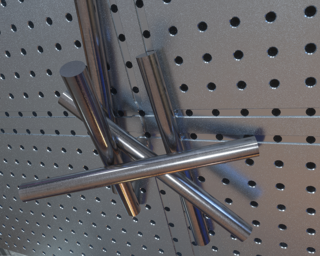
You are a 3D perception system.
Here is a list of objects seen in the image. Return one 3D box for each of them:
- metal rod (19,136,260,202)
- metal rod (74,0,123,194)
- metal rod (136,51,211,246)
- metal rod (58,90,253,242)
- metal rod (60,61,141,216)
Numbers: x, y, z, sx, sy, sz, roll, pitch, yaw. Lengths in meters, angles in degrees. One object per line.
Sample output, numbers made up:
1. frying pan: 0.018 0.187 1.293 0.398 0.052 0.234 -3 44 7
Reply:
1. metal rod: -0.032 0.053 0.386 0.301 0.025 0.025 -12 114 8
2. metal rod: -0.077 -0.029 0.431 0.025 0.025 0.298 9 122 23
3. metal rod: 0.025 0.044 0.423 0.025 0.025 0.298 -4 117 29
4. metal rod: -0.008 0.047 0.409 0.300 0.025 0.025 37 129 3
5. metal rod: -0.064 0.040 0.407 0.025 0.025 0.299 13 143 20
